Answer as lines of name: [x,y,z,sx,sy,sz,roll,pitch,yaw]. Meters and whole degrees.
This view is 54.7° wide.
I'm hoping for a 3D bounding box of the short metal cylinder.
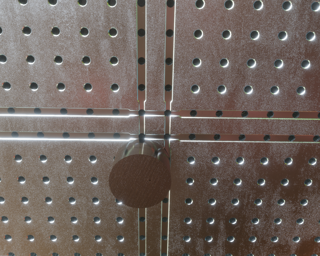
short metal cylinder: [-0.026,0.061,0.422,0.081,0.050,0.079,0,110,-1]
